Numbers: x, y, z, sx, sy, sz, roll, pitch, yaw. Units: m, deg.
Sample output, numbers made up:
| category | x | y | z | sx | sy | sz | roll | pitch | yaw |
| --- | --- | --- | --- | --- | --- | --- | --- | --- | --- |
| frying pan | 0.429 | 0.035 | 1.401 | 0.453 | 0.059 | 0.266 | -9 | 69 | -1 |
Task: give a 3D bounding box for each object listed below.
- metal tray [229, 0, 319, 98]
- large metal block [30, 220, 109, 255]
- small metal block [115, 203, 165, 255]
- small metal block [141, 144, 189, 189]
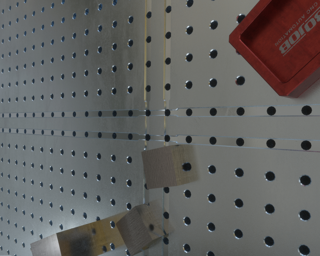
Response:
| category | x | y | z | sx | sy | sz | roll | pitch | yaw |
| --- | --- | --- | --- | --- | --- | --- | --- | --- | --- |
| metal tray | 0.140 | -0.103 | 0.289 | 0.129 | 0.030 | 0.090 | -48 | 62 | 29 |
| large metal block | -0.142 | 0.188 | 0.488 | 0.080 | 0.081 | 0.050 | -30 | 71 | 35 |
| small metal block | -0.029 | 0.141 | 0.431 | 0.050 | 0.025 | 0.050 | -47 | 63 | 29 |
| small metal block | 0.006 | 0.051 | 0.403 | 0.050 | 0.025 | 0.050 | -15 | 80 | 38 |
